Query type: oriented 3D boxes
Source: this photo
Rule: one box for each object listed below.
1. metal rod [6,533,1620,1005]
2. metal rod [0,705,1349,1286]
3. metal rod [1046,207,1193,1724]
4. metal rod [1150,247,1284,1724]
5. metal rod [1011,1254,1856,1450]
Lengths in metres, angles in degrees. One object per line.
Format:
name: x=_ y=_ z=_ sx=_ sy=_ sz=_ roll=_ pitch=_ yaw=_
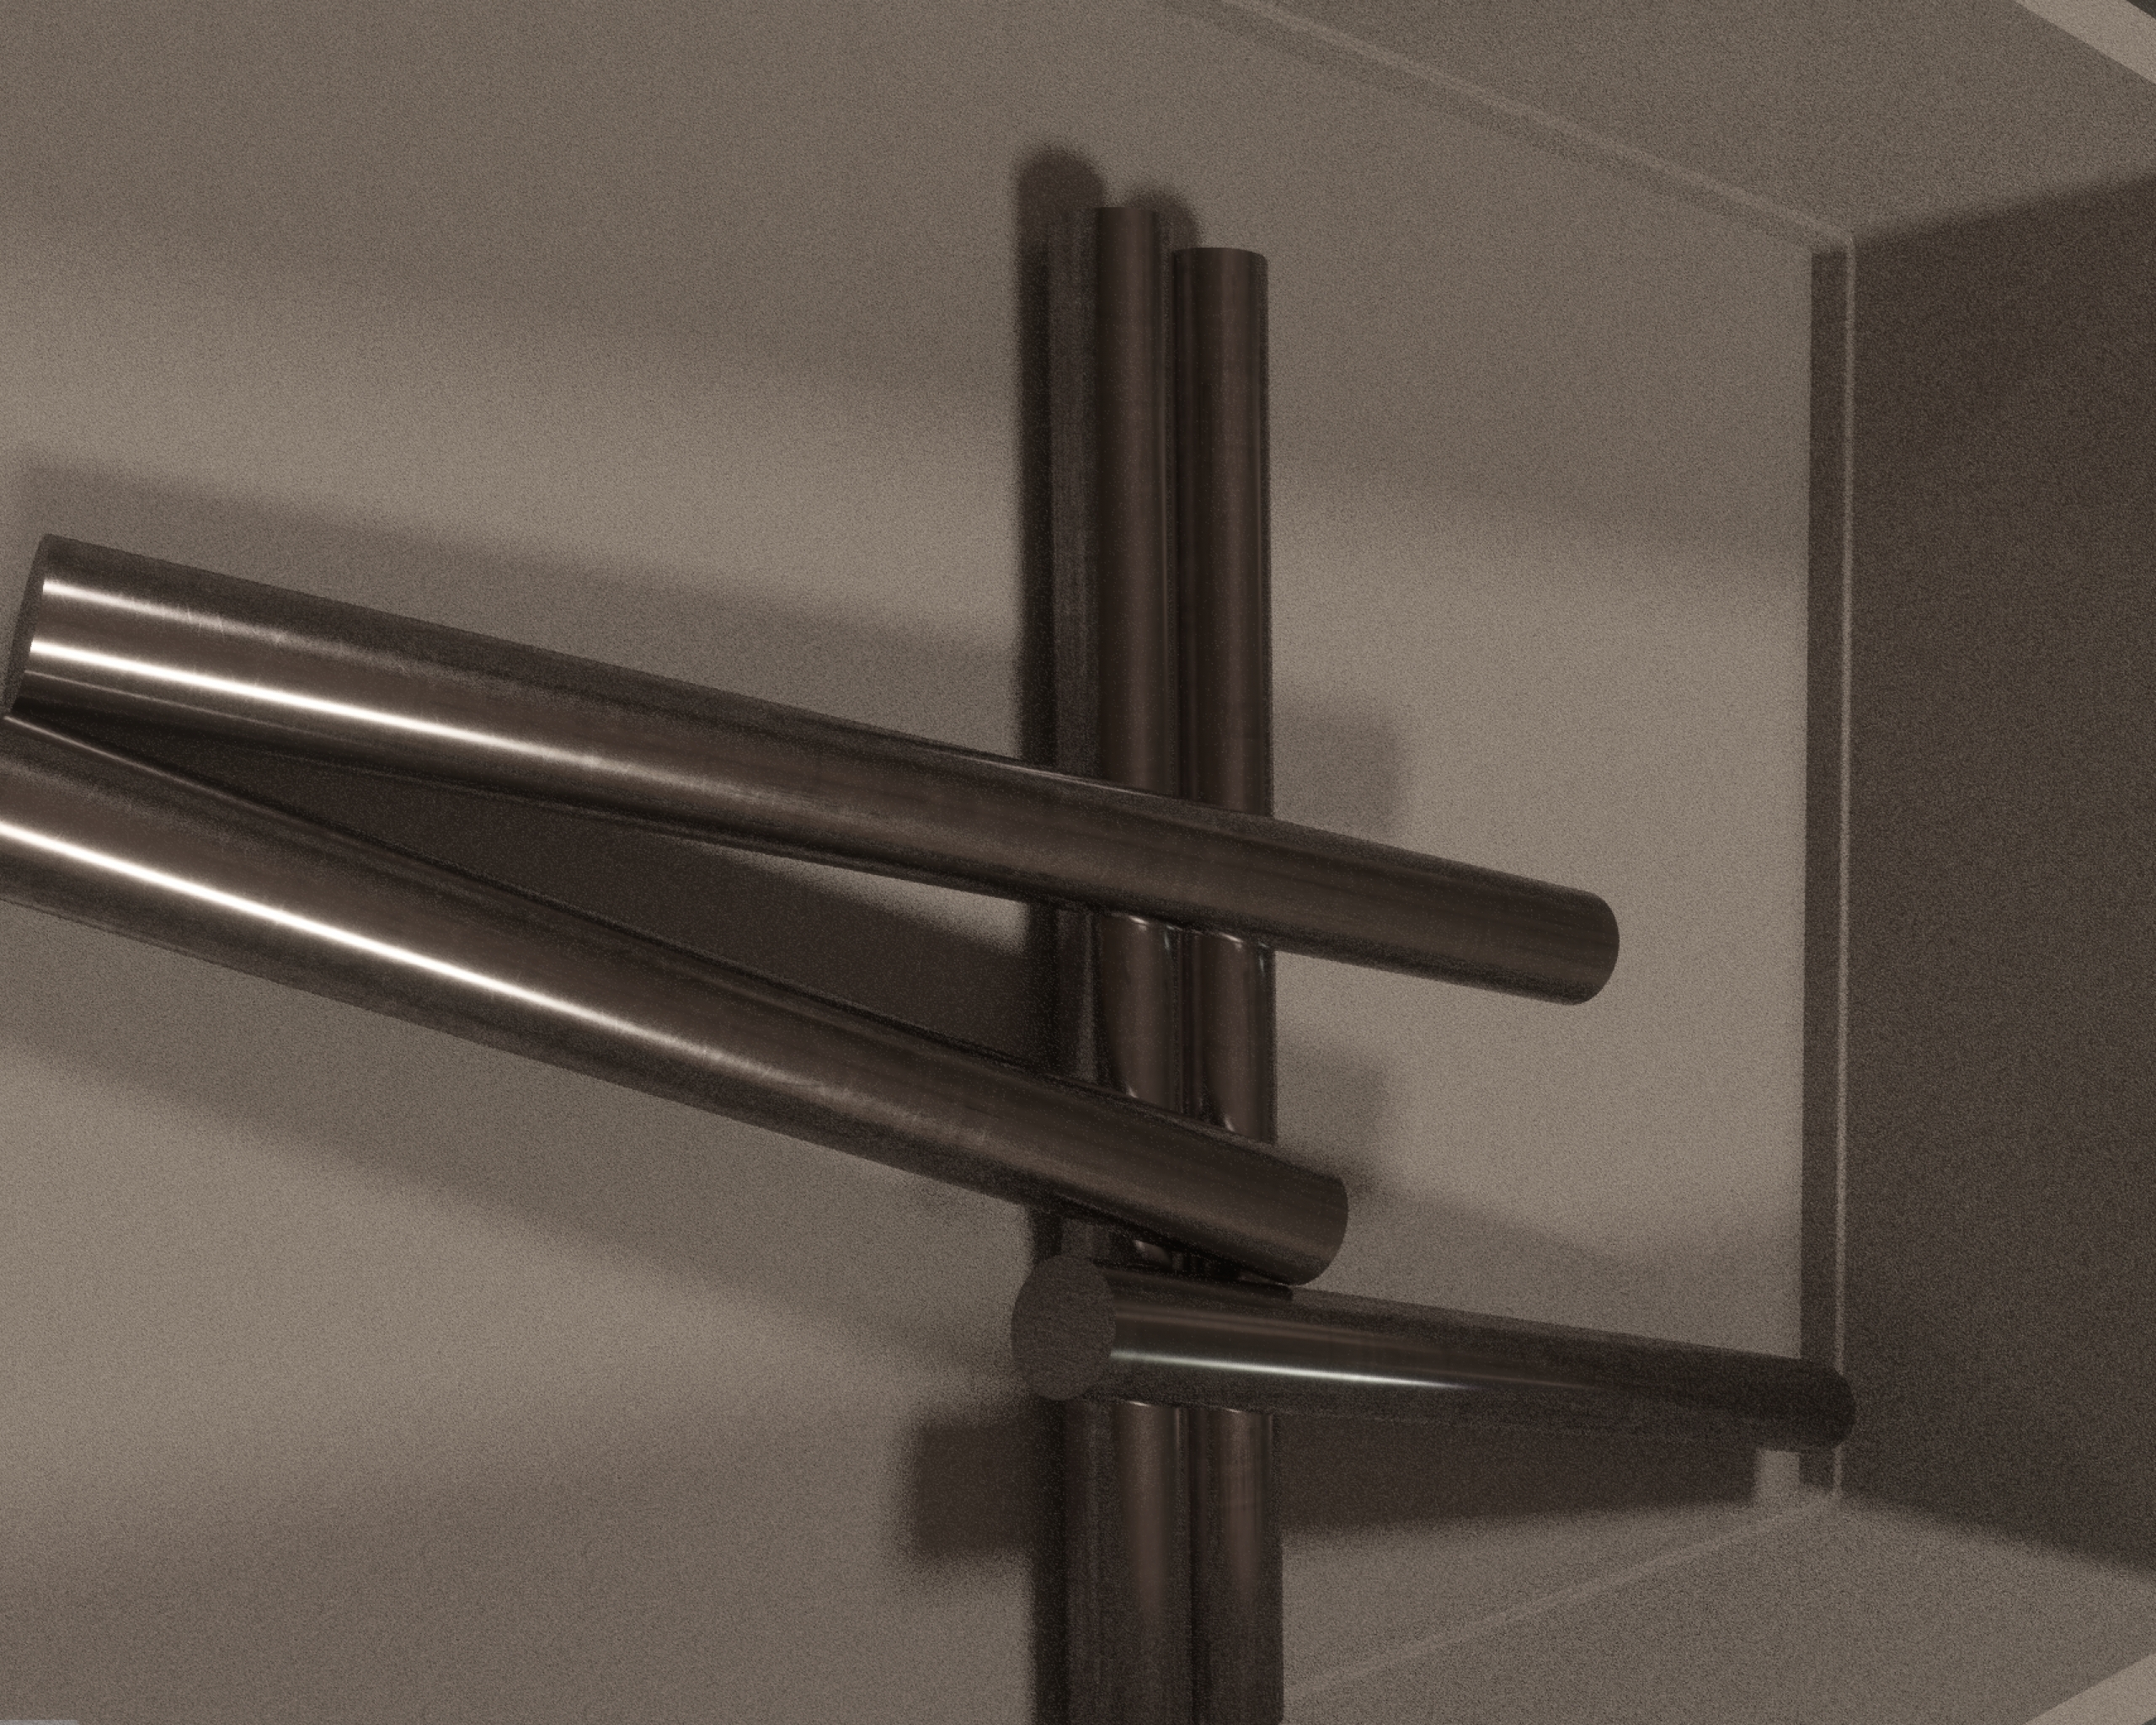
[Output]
metal rod: x=-0.018 y=-0.007 z=0.366 sx=0.302 sy=0.025 sz=0.025 roll=12 pitch=83 yaw=-32
metal rod: x=-0.073 y=0.022 z=0.328 sx=0.302 sy=0.025 sz=0.025 roll=23 pitch=76 yaw=-32
metal rod: x=0.008 y=0.024 z=0.412 sx=0.025 sy=0.025 sz=0.298 roll=-2 pitch=91 yaw=-40
metal rod: x=0.028 y=0.027 z=0.428 sx=0.025 sy=0.025 sz=0.298 roll=-1 pitch=91 yaw=-40
metal rod: x=0.100 y=0.115 z=0.469 sx=0.302 sy=0.025 sz=0.025 roll=19 pitch=78 yaw=-44
